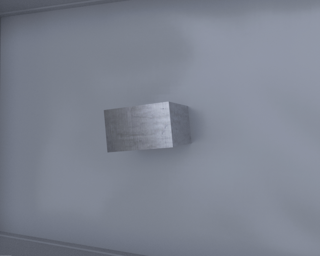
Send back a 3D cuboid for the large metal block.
[{"bbox_3d":[-0.012,0.000,0.386,0.080,0.080,0.050,-6,88,20],"label":"large metal block"}]
